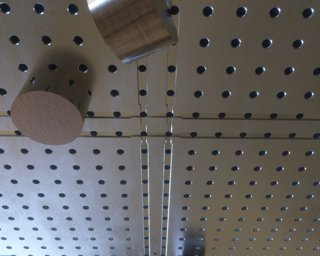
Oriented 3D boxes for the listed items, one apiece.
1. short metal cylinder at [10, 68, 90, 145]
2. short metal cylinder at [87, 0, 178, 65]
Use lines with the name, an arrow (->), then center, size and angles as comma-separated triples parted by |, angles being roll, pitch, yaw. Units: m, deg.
short metal cylinder -> -0.129, -0.025, 0.372 | 0.081, 0.050, 0.079 | 0, 130, 0
short metal cylinder -> -0.023, -0.106, 0.285 | 0.050, 0.080, 0.080 | -21, 127, 17
